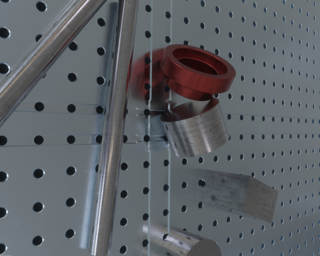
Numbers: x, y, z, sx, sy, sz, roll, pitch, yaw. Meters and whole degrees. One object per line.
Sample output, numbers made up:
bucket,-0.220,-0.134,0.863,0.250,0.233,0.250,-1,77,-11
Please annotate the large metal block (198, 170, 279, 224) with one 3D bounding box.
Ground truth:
large metal block,0.119,0.104,0.473,0.080,0.080,0.050,29,72,-36

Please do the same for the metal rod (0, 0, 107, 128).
metal rod,-0.097,-0.107,0.327,0.025,0.025,0.300,45,63,-31

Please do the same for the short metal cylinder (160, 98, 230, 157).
short metal cylinder,0.046,-0.002,0.412,0.081,0.080,0.050,-32,110,-35

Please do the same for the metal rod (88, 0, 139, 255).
metal rod,-0.053,-0.007,0.364,0.025,0.025,0.298,10,84,-40

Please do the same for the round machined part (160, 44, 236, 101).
round machined part,0.047,-0.071,0.414,0.099,0.098,0.042,-13,135,-39

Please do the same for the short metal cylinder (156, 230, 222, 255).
short metal cylinder,0.040,0.187,0.426,0.081,0.050,0.080,0,90,-40
